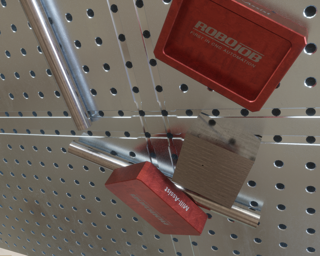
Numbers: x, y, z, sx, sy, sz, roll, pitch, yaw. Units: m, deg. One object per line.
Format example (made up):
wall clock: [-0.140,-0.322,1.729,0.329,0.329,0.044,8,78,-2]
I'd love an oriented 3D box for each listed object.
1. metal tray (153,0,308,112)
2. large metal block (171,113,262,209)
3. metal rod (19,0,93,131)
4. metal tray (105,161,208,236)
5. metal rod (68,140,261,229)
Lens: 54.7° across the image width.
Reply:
metal tray: [0.067,-0.086,0.318,0.130,0.030,0.089,31,128,7]
large metal block: [0.068,0.040,0.383,0.080,0.050,0.079,23,127,13]
metal rod: [-0.156,-0.133,0.409,0.025,0.025,0.298,-4,117,30]
metal tray: [-0.005,0.105,0.445,0.130,0.030,0.090,45,143,-20]
metal rod: [-0.004,0.078,0.460,0.301,0.025,0.025,19,126,16]
